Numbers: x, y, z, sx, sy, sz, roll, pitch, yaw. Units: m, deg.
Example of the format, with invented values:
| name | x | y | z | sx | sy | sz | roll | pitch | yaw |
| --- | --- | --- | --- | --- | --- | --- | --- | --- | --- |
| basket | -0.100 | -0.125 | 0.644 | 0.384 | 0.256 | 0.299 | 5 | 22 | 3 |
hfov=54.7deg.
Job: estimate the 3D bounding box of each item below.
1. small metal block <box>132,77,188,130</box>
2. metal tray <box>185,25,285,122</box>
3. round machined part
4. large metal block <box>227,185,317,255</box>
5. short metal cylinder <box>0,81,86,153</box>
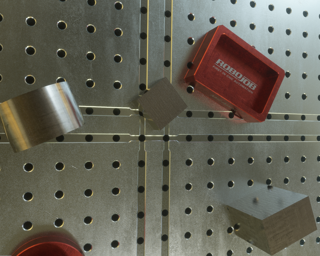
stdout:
| name | x | y | z | sx | sy | sz | roll | pitch | yaw |
| --- | --- | --- | --- | --- | --- | --- | --- | --- | --- |
| small metal block | 0.000 | -0.032 | 0.414 | 0.050 | 0.025 | 0.050 | -41 | 103 | -16 |
| metal tray | 0.112 | -0.076 | 0.452 | 0.131 | 0.030 | 0.090 | 29 | 80 | -18 |
| round machined part | -0.131 | 0.180 | 0.356 | 0.099 | 0.042 | 0.097 | 0 | 90 | -21 |
| large metal block | 0.158 | 0.127 | 0.444 | 0.081 | 0.080 | 0.050 | -19 | 97 | -19 |
| short metal cylinder | -0.128 | -0.012 | 0.336 | 0.081 | 0.080 | 0.050 | -25 | 99 | -19 |
